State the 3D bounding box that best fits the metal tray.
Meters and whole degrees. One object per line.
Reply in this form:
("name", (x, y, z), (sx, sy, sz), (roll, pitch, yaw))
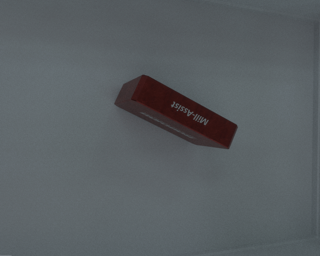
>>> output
("metal tray", (0.017, -0.016, 0.380), (0.131, 0.090, 0.030), (26, 81, -19))
